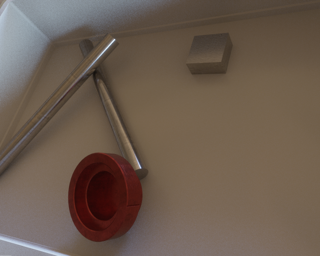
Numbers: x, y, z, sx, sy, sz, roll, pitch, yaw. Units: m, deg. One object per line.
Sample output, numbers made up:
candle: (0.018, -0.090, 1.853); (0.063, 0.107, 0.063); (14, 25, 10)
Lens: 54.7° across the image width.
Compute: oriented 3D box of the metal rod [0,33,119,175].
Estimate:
metal rod: (-0.175, -0.031, 0.493); (0.300, 0.025, 0.025); (-47, 51, 3)

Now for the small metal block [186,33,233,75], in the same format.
small metal block: (0.069, -0.103, 0.432); (0.050, 0.025, 0.050); (4, 63, 29)

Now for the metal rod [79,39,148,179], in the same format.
metal rod: (-0.081, -0.047, 0.474); (0.025, 0.025, 0.300); (-33, 52, 7)

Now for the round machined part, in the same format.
round machined part: (-0.059, 0.079, 0.362); (0.098, 0.042, 0.097); (-6, 79, 36)
